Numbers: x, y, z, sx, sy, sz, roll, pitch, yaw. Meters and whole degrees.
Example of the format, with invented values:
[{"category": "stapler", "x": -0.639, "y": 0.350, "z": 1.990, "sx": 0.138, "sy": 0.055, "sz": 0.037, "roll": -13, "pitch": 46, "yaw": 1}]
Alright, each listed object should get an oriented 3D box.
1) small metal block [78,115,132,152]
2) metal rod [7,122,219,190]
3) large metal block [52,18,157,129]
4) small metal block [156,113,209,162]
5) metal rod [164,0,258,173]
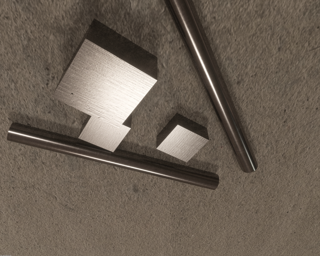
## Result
[{"category": "small metal block", "x": -0.071, "y": -0.001, "z": 0.405, "sx": 0.050, "sy": 0.025, "sz": 0.050, "roll": 25, "pitch": 126, "yaw": -20}, {"category": "metal rod", "x": -0.056, "y": 0.044, "z": 0.443, "sx": 0.302, "sy": 0.025, "sz": 0.025, "roll": 16, "pitch": 128, "yaw": -14}, {"category": "large metal block", "x": -0.059, "y": -0.057, "z": 0.341, "sx": 0.080, "sy": 0.050, "sz": 0.080, "roll": 28, "pitch": 125, "yaw": -22}, {"category": "small metal block", "x": 0.030, "y": 0.014, "z": 0.420, "sx": 0.050, "sy": 0.025, "sz": 0.050, "roll": 26, "pitch": 125, "yaw": -21}, {"category": "metal rod", "x": 0.067, "y": -0.046, "z": 0.368, "sx": 0.025, "sy": 0.025, "sz": 0.299, "roll": -20, "pitch": 128, "yaw": 16}]
